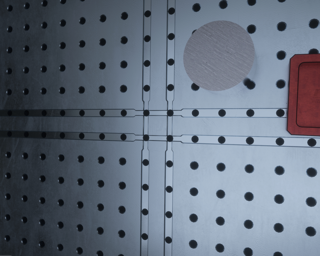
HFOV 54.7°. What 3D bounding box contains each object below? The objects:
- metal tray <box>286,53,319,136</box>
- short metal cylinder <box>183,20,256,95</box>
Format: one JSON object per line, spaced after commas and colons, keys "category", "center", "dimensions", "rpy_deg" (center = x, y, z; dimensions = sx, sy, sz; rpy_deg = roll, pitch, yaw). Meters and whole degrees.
{"category": "metal tray", "center": [0.209, -0.034, 0.335], "dimensions": [0.130, 0.030, 0.089], "rpy_deg": [3, 91, 19]}
{"category": "short metal cylinder", "center": [0.074, -0.082, 0.373], "dimensions": [0.080, 0.050, 0.080], "rpy_deg": [0, 90, 20]}
